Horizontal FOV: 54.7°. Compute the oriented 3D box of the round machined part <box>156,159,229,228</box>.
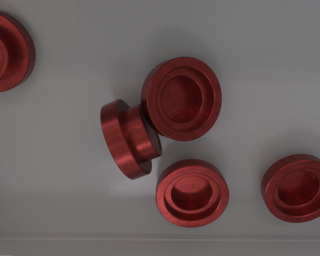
[{"bbox_3d":[0.043,0.087,0.434,0.099,0.042,0.097,0,110,0],"label":"round machined part"}]

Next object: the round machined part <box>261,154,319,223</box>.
[{"bbox_3d":[0.190,0.080,0.433,0.099,0.042,0.097,0,110,0],"label":"round machined part"}]

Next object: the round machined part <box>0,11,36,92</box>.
[{"bbox_3d":[-0.205,-0.089,0.367,0.099,0.042,0.097,0,110,0],"label":"round machined part"}]

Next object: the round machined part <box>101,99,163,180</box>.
[{"bbox_3d":[-0.029,0.009,0.375,0.042,0.098,0.098,-22,109,9],"label":"round machined part"}]

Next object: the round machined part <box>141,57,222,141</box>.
[{"bbox_3d":[0.022,-0.035,0.376,0.099,0.042,0.097,-3,97,-24],"label":"round machined part"}]
